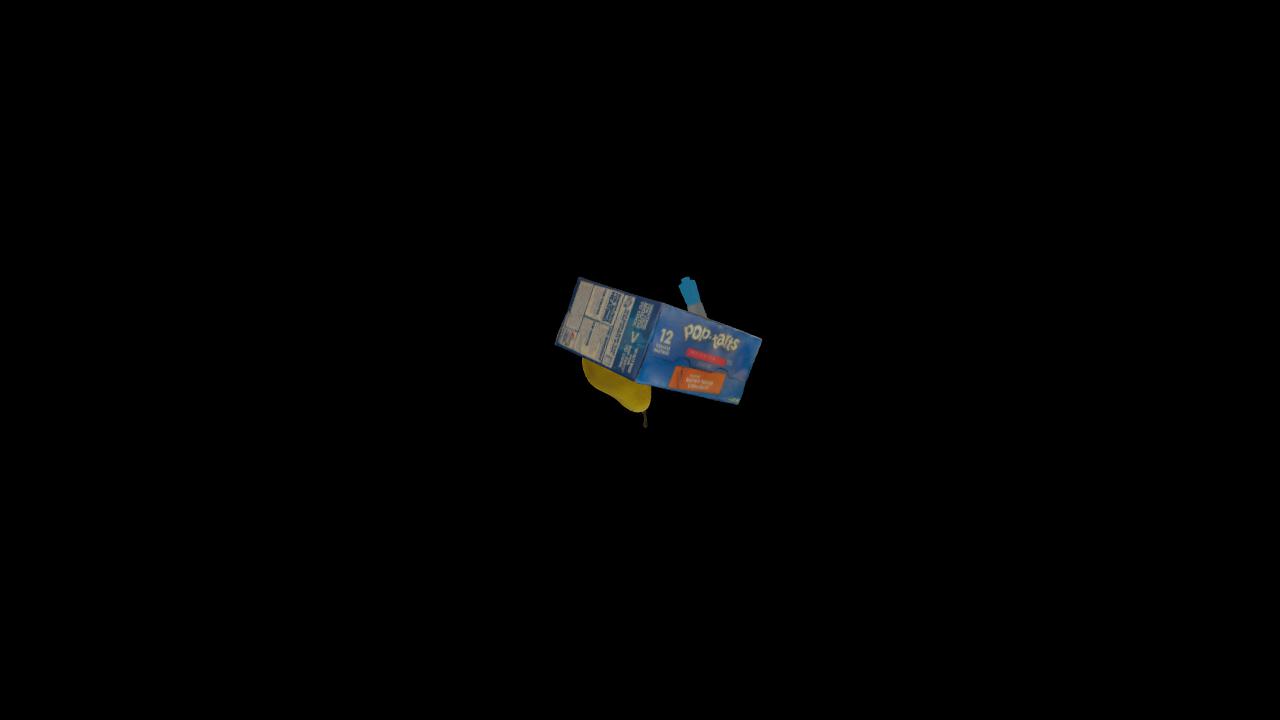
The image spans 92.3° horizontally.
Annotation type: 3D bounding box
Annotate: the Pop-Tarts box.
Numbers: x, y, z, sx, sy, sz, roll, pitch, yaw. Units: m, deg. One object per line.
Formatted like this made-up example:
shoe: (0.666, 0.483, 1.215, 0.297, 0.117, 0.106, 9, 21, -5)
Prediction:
Pop-Tarts box: (0.021, -0.019, 0.671, 0.167, 0.083, 0.141, 14, 6, -44)

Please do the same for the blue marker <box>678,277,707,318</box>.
blue marker: (0.068, -0.032, 0.663, 0.020, 0.121, 0.020, -19, 16, 6)

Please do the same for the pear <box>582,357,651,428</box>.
pear: (-0.010, 0.019, 0.666, 0.080, 0.111, 0.080, -29, 23, 14)
